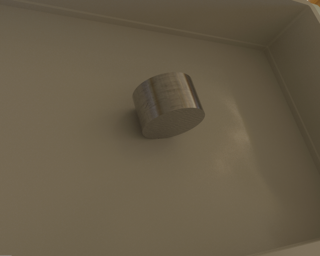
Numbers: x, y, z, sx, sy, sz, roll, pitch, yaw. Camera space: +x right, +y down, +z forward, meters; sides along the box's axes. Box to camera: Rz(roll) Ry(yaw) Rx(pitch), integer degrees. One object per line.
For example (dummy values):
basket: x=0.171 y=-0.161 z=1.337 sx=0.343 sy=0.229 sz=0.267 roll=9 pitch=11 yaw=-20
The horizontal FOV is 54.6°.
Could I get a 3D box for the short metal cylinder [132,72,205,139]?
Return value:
short metal cylinder: x=0.010 y=-0.026 z=0.391 sx=0.081 sy=0.080 sz=0.050 roll=-4 pitch=64 yaw=-30
